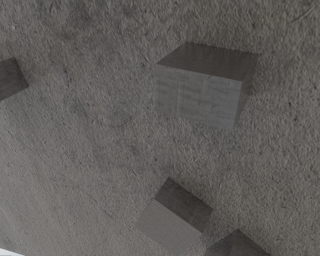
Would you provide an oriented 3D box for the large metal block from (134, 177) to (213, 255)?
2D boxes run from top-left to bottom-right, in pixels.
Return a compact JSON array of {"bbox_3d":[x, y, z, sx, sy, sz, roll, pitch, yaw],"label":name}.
[{"bbox_3d":[0.019,0.134,0.464,0.080,0.050,0.079,35,129,5],"label":"large metal block"}]

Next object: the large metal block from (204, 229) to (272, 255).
[{"bbox_3d":[0.116,0.209,0.459,0.080,0.050,0.080,39,129,2],"label":"large metal block"}]

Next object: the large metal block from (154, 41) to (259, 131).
[{"bbox_3d":[0.048,-0.047,0.317,0.080,0.080,0.050,16,125,19],"label":"large metal block"}]

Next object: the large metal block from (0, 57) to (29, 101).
[{"bbox_3d":[-0.266,-0.065,0.471,0.080,0.080,0.050,-4,116,30],"label":"large metal block"}]
